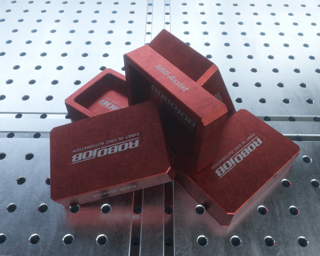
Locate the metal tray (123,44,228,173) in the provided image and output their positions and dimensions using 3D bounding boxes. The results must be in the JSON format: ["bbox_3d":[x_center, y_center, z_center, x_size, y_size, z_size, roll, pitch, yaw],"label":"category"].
[{"bbox_3d":[0.011,-0.022,0.345,0.030,0.089,0.130,-31,57,-24],"label":"metal tray"}]

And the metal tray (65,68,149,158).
[{"bbox_3d":[-0.051,-0.025,0.424,0.130,0.030,0.090,29,56,22],"label":"metal tray"}]

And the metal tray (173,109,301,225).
[{"bbox_3d":[0.090,0.040,0.370,0.131,0.030,0.090,-34,58,-26],"label":"metal tray"}]

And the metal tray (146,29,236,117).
[{"bbox_3d":[0.043,-0.057,0.389,0.030,0.130,0.090,-47,60,1],"label":"metal tray"}]

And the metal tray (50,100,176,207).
[{"bbox_3d":[-0.056,0.028,0.349,0.131,0.030,0.090,-15,61,6],"label":"metal tray"}]
